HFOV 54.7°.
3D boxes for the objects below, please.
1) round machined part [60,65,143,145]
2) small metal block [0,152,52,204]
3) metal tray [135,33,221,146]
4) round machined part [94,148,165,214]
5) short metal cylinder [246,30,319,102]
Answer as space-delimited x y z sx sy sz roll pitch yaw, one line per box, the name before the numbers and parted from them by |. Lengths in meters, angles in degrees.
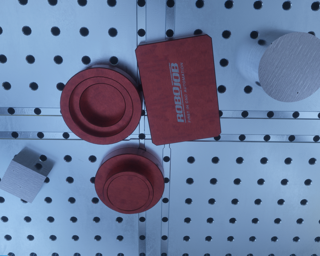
round machined part | -0.071 -0.031 0.392 0.099 0.042 0.097 0 110 -1
small metal block | -0.190 0.070 0.437 0.050 0.025 0.050 30 107 -11
metal tray | 0.025 -0.047 0.394 0.091 0.030 0.129 -9 110 2
round machined part | -0.043 0.080 0.433 0.099 0.042 0.097 0 110 -1
short metal cylinder | 0.152 -0.076 0.374 0.081 0.050 0.079 0 110 -1
